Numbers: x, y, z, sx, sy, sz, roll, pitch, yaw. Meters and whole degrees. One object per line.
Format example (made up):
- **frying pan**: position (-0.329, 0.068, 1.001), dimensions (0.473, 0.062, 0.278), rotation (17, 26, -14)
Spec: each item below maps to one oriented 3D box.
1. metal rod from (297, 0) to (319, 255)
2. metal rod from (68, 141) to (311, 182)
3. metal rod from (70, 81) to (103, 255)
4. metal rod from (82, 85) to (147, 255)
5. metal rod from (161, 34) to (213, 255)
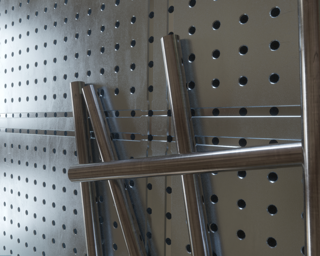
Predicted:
- **metal rod**: position (0.138, -0.007, 0.274), dimensions (0.025, 0.025, 0.299), rotation (-4, 81, 40)
- **metal rod**: position (0.011, 0.044, 0.364), dimensions (0.300, 0.025, 0.025), rotation (-9, 84, 28)
- **metal rod**: position (-0.121, 0.071, 0.510), dimensions (0.025, 0.025, 0.299), rotation (-13, 82, 39)
- **metal rod**: position (-0.068, 0.072, 0.466), dimensions (0.025, 0.025, 0.299), rotation (-31, 71, 36)
- **metal rod**: position (0.034, 0.032, 0.382), dimensions (0.025, 0.025, 0.299), rotation (-13, 82, 39)
